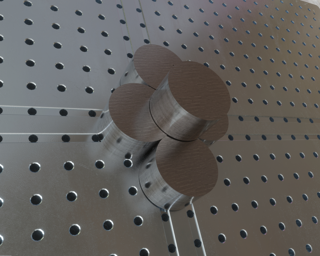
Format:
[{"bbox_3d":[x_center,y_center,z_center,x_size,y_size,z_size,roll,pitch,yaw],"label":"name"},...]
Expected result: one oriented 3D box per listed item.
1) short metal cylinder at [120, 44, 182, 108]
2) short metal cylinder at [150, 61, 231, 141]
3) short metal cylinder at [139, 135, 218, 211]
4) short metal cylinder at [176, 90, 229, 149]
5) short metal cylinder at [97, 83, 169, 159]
[{"bbox_3d":[-0.008,-0.068,0.428,0.081,0.050,0.080,14,56,-22],"label":"short metal cylinder"},{"bbox_3d":[0.035,-0.031,0.364,0.081,0.050,0.080,14,56,-21],"label":"short metal cylinder"},{"bbox_3d":[0.022,0.052,0.371,0.081,0.050,0.080,14,54,-20],"label":"short metal cylinder"},{"bbox_3d":[0.045,-0.008,0.420,0.081,0.050,0.080,14,56,-21],"label":"short metal cylinder"},{"bbox_3d":[-0.031,-0.008,0.380,0.081,0.050,0.080,14,56,-21],"label":"short metal cylinder"}]
